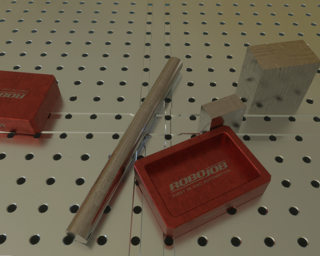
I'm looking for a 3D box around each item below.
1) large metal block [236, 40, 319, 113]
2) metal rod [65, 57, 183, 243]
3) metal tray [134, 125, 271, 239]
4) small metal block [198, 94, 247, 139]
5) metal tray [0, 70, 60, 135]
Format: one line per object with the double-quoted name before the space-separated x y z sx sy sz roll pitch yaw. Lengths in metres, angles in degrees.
"large metal block" 0.161 -0.071 0.434 0.081 0.080 0.050 -9 51 -8
"metal rod" -0.030 0.004 0.403 0.025 0.025 0.301 17 52 13
"metal tray" 0.047 0.056 0.357 0.131 0.030 0.090 -21 53 -17
"small metal block" 0.079 -0.012 0.402 0.050 0.050 0.025 -20 53 -16
"metal tray" -0.220 -0.040 0.435 0.131 0.030 0.090 5 50 4
